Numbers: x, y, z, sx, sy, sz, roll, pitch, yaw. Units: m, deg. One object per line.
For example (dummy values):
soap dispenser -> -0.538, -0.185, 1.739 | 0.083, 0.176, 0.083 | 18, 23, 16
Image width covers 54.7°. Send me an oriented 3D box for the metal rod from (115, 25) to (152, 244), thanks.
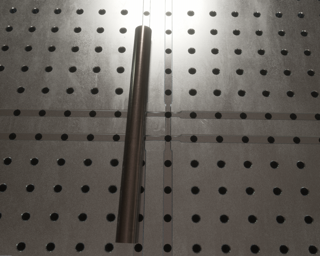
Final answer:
metal rod -> -0.032, -0.006, 0.413 | 0.025, 0.025, 0.299 | 3, 70, 1
